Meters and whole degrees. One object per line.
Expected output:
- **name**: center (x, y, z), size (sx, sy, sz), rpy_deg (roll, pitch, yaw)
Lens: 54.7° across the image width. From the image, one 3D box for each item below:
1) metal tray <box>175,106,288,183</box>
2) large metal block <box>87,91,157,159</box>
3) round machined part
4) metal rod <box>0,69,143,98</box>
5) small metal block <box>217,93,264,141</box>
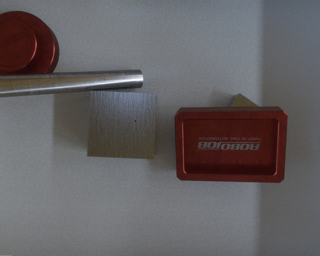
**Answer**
- **metal tray**: center (0.086, 0.020, 0.388), size (0.131, 0.030, 0.089), rpy_deg (0, 104, 9)
- **large metal block**: center (-0.046, -0.004, 0.398), size (0.081, 0.050, 0.079), rpy_deg (3, 90, -1)
- **round machined part**: center (-0.186, -0.104, 0.400), size (0.099, 0.042, 0.097), rpy_deg (0, 90, -1)
- **metal rod**: center (-0.163, -0.048, 0.348), size (0.303, 0.025, 0.025), rpy_deg (-7, 90, -25)
- **small metal block**: center (0.110, -0.011, 0.413), size (0.050, 0.025, 0.050), rpy_deg (34, 90, -1)
